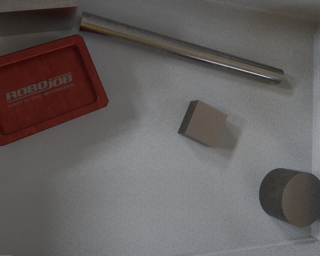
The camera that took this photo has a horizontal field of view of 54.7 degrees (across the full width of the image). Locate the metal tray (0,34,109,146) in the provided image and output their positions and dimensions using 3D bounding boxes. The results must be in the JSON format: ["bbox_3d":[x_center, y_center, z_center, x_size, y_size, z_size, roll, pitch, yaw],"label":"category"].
[{"bbox_3d":[-0.137,-0.045,0.357,0.131,0.030,0.090,-24,98,-19],"label":"metal tray"}]

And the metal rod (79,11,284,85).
[{"bbox_3d":[0.044,-0.104,0.427,0.302,0.025,0.025,10,87,-20],"label":"metal rod"}]

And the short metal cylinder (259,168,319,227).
[{"bbox_3d":[0.201,0.104,0.474,0.081,0.050,0.079,0,90,-21],"label":"short metal cylinder"}]

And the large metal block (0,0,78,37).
[{"bbox_3d":[-0.138,-0.137,0.330,0.081,0.080,0.050,-13,95,-20],"label":"large metal block"}]

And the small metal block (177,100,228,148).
[{"bbox_3d":[0.060,-0.005,0.434,0.050,0.025,0.050,25,81,-19],"label":"small metal block"}]
